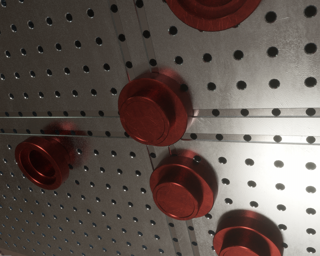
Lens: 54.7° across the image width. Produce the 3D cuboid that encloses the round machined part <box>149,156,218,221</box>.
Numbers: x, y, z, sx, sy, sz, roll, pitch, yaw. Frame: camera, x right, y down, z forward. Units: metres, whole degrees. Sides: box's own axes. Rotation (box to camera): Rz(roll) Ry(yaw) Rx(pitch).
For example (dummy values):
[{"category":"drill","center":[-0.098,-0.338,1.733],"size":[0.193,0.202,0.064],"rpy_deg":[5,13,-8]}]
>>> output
[{"category":"round machined part","center":[0.029,0.092,0.441],"size":[0.098,0.042,0.097],"rpy_deg":[13,124,20]}]

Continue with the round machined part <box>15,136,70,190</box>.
[{"category":"round machined part","center":[-0.197,0.056,0.536],"size":[0.098,0.042,0.097],"rpy_deg":[13,124,20]}]

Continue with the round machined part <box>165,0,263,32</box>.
[{"category":"round machined part","center":[0.053,-0.142,0.284],"size":[0.098,0.042,0.097],"rpy_deg":[13,124,20]}]

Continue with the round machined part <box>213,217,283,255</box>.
[{"category":"round machined part","center":[0.123,0.179,0.445],"size":[0.098,0.042,0.097],"rpy_deg":[13,124,20]}]

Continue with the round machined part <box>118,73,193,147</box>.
[{"category":"round machined part","center":[-0.012,-0.017,0.395],"size":[0.098,0.042,0.097],"rpy_deg":[13,124,20]}]
